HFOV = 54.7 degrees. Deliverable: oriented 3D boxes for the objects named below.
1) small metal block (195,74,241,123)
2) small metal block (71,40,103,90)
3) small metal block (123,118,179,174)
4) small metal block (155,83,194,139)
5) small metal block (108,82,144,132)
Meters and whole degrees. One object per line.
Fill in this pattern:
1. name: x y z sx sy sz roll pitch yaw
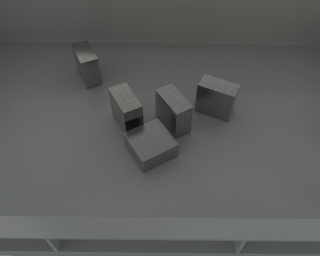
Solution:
1. small metal block: 0.077 -0.040 0.424 0.050 0.050 0.025 20 53 16
2. small metal block: -0.110 -0.095 0.468 0.025 0.050 0.050 -20 53 -16
3. small metal block: -0.011 0.021 0.387 0.050 0.025 0.050 -25 55 -20
4. small metal block: 0.018 -0.021 0.407 0.025 0.050 0.050 -25 55 -19
5. small metal block: -0.044 -0.023 0.408 0.025 0.050 0.050 -22 54 -18
